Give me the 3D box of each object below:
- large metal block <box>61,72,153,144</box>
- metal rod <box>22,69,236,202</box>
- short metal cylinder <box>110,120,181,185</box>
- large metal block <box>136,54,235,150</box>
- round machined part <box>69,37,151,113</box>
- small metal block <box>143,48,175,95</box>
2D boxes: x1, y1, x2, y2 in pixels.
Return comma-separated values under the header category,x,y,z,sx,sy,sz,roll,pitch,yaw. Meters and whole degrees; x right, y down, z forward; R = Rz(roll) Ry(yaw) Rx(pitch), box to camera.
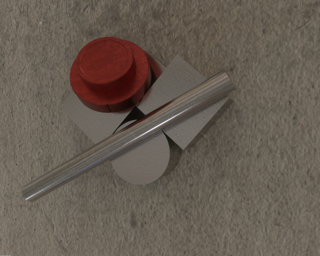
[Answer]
category,x,y,z,sx,sy,sz,roll,pitch,yaw
large metal block,-0.071,-0.029,0.420,0.080,0.050,0.080,44,103,14
metal rod,-0.050,0.018,0.374,0.300,0.025,0.025,-29,81,17
short metal cylinder,-0.018,0.029,0.402,0.080,0.050,0.079,0,90,19
large metal block,0.032,-0.031,0.385,0.080,0.050,0.080,43,103,14
round machined part,-0.062,-0.071,0.375,0.099,0.042,0.098,-3,64,6
small metal block,-0.015,-0.069,0.414,0.050,0.025,0.050,44,103,14
